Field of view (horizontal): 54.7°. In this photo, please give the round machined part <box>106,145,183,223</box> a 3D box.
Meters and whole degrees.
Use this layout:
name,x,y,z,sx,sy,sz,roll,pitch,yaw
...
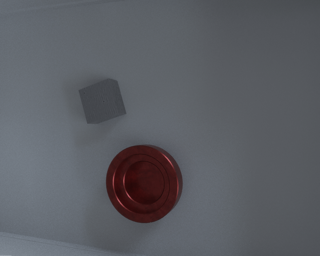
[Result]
name,x,y,z,sx,sy,sz,roll,pitch,yaw
round machined part,-0.017,0.070,0.407,0.098,0.042,0.097,0,90,19

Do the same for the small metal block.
name,x,y,z,sx,sy,sz,roll,pitch,yaw
small metal block,-0.081,-0.037,0.438,0.050,0.025,0.050,-18,84,18
